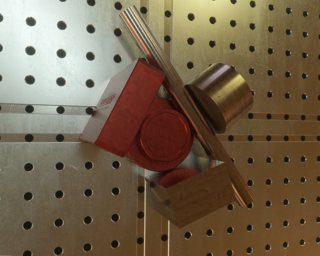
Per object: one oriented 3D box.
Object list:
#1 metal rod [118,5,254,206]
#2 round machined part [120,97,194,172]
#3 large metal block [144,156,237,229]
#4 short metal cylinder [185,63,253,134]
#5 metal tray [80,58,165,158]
[{"bbox_3d":[0.041,-0.020,0.406,0.025,0.025,0.299,-37,102,-16],"label":"metal rod"},{"bbox_3d":[0.001,0.009,0.405,0.099,0.042,0.097,0,90,-21],"label":"round machined part"},{"bbox_3d":[0.036,0.077,0.398,0.081,0.080,0.050,-20,97,-19],"label":"large metal block"},{"bbox_3d":[0.075,-0.039,0.411,0.050,0.080,0.080,-39,103,-16],"label":"short metal cylinder"},{"bbox_3d":[-0.047,-0.020,0.340,0.030,0.130,0.090,29,80,-18],"label":"metal tray"}]
